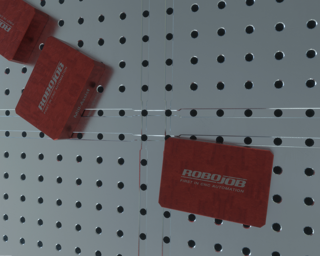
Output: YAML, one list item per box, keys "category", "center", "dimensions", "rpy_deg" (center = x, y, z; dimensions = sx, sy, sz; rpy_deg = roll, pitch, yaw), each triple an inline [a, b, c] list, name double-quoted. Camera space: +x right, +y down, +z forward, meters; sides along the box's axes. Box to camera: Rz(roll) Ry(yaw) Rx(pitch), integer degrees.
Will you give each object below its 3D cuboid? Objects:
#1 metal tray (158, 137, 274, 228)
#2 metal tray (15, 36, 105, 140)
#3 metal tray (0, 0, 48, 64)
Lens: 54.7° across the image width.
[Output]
- category: "metal tray"
  center: [0.068, 0.063, 0.386]
  dimensions: [0.130, 0.030, 0.089]
  rpy_deg: [7, 92, 19]
- category: "metal tray"
  center: [-0.151, -0.058, 0.461]
  dimensions: [0.090, 0.030, 0.129]
  rpy_deg: [32, 100, 17]
- category: "metal tray"
  center: [-0.252, -0.173, 0.497]
  dimensions: [0.130, 0.030, 0.090]
  rpy_deg: [34, 101, 16]
